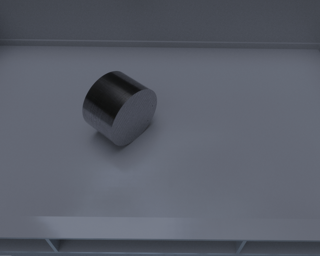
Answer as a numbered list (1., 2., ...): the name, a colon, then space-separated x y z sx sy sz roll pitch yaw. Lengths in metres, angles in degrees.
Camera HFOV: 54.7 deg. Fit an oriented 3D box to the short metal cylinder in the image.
1. short metal cylinder: -0.049 -0.025 0.389 0.050 0.080 0.080 34 58 24
